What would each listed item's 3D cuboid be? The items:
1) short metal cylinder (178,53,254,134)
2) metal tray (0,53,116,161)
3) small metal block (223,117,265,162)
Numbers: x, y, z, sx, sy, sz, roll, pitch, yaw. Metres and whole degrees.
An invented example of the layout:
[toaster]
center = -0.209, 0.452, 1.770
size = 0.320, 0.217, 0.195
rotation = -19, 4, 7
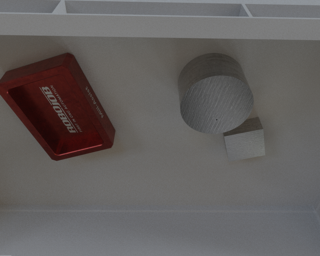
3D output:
[short metal cylinder]
center = 0.062, -0.039, 0.360
size = 0.081, 0.050, 0.079
rotation = 0, 130, 0
[metal tray]
center = -0.123, -0.020, 0.386
size = 0.090, 0.030, 0.129
rotation = -14, 129, 11
[small metal block]
center = 0.114, 0.016, 0.425
size = 0.050, 0.025, 0.050
rotation = -12, 130, 9
